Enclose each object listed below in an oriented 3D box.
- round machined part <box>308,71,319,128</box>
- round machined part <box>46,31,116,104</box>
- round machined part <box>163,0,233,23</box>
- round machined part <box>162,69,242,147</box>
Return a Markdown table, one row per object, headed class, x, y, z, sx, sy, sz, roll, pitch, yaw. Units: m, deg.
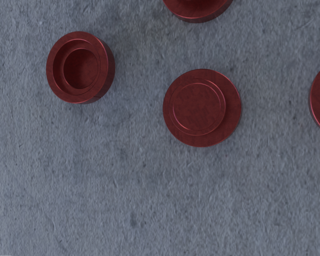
| class | x | y | z | sx | sy | sz | roll | pitch | yaw |
| --- | --- | --- | --- | --- | --- | --- | --- | --- | --- |
| round machined part | 0.210 | -0.031 | 0.326 | 0.098 | 0.042 | 0.097 | 0 | 90 | 19 |
| round machined part | -0.106 | -0.082 | 0.436 | 0.098 | 0.042 | 0.097 | 0 | 90 | 19 |
| round machined part | 0.045 | -0.185 | 0.384 | 0.098 | 0.042 | 0.097 | 0 | 90 | 19 |
| round machined part | 0.049 | -0.025 | 0.382 | 0.098 | 0.042 | 0.097 | 0 | 90 | 19 |
